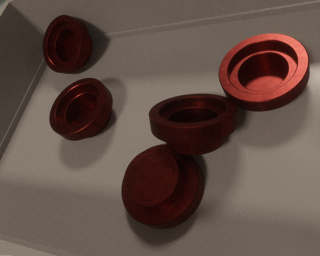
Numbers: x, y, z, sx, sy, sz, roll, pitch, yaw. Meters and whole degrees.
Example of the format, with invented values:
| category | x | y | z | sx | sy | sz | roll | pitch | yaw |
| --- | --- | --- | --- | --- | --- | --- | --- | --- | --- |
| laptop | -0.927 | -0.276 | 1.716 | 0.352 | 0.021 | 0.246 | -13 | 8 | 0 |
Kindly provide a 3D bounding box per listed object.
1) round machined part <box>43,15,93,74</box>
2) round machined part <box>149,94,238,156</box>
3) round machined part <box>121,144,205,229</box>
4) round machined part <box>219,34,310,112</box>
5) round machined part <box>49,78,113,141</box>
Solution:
| category | x | y | z | sx | sy | sz | roll | pitch | yaw |
| --- | --- | --- | --- | --- | --- | --- | --- | --- | --- |
| round machined part | -0.158 | -0.144 | 0.546 | 0.098 | 0.042 | 0.097 | 1 | 92 | 33 |
| round machined part | 0.039 | -0.003 | 0.356 | 0.099 | 0.042 | 0.098 | -6 | 25 | 3 |
| round machined part | -0.002 | 0.062 | 0.357 | 0.098 | 0.042 | 0.098 | -13 | 56 | 20 |
| round machined part | 0.123 | -0.061 | 0.367 | 0.098 | 0.042 | 0.098 | -13 | 56 | 20 |
| round machined part | -0.113 | -0.024 | 0.467 | 0.098 | 0.042 | 0.098 | -13 | 56 | 20 |
